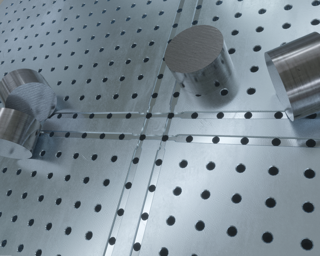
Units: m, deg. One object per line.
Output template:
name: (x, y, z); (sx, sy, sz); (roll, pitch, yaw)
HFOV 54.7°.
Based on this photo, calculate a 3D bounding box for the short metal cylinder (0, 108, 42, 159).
short metal cylinder: (-0.235, 0.010, 0.487); (0.080, 0.080, 0.050); (-6, 59, 25)

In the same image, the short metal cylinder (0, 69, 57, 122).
short metal cylinder: (-0.221, -0.052, 0.518); (0.080, 0.080, 0.050); (-43, 51, -2)

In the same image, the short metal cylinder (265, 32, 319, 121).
short metal cylinder: (0.150, -0.053, 0.327); (0.050, 0.080, 0.080); (-22, 54, 15)

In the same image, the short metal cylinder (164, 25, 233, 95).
short metal cylinder: (0.053, -0.092, 0.420); (0.080, 0.050, 0.080); (-13, 56, 21)
